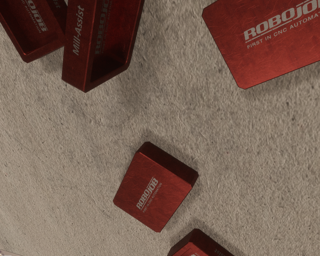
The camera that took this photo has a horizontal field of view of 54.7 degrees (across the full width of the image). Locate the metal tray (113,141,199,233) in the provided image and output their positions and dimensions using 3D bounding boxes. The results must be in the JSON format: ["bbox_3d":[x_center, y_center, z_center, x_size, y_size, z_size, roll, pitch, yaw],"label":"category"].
[{"bbox_3d":[-0.011,0.092,0.465,0.090,0.030,0.129,32,128,7],"label":"metal tray"}]

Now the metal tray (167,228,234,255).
[{"bbox_3d":[0.083,0.230,0.500,0.130,0.030,0.089,37,129,3],"label":"metal tray"}]

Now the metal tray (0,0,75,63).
[{"bbox_3d":[-0.169,-0.158,0.392,0.090,0.030,0.129,-13,112,33],"label":"metal tray"}]

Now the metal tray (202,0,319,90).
[{"bbox_3d":[0.116,-0.100,0.281,0.130,0.030,0.090,-21,108,35],"label":"metal tray"}]

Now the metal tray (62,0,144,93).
[{"bbox_3d":[-0.056,-0.110,0.323,0.030,0.090,0.129,29,128,13],"label":"metal tray"}]
